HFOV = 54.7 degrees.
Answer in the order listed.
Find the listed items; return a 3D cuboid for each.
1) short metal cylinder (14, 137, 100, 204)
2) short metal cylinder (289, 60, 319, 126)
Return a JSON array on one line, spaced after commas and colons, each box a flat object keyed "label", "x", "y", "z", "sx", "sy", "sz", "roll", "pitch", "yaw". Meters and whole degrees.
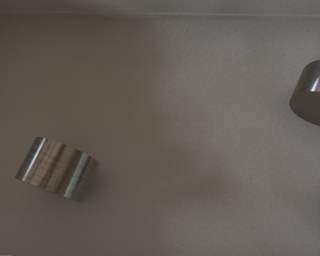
[{"label": "short metal cylinder", "x": -0.118, "y": 0.050, "z": 0.361, "sx": 0.080, "sy": 0.080, "sz": 0.050, "roll": 19, "pitch": 71, "yaw": 6}, {"label": "short metal cylinder", "x": 0.216, "y": -0.043, "z": 0.397, "sx": 0.080, "sy": 0.080, "sz": 0.050, "roll": 26, "pitch": 72, "yaw": 9}]
